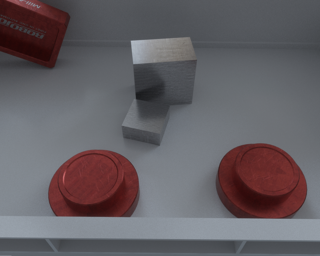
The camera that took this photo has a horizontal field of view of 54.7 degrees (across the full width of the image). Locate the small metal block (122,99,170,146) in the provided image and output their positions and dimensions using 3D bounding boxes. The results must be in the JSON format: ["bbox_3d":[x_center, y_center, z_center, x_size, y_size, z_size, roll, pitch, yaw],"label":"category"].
[{"bbox_3d":[-0.018,-0.008,0.412,0.050,0.025,0.050,12,51,9],"label":"small metal block"}]

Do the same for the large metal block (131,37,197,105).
[{"bbox_3d":[0.004,-0.076,0.434,0.081,0.080,0.050,-5,50,-5],"label":"large metal block"}]

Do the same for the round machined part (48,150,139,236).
[{"bbox_3d":[-0.073,0.063,0.340,0.099,0.042,0.098,0,50,0],"label":"round machined part"}]

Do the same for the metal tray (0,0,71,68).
[{"bbox_3d":[-0.209,-0.149,0.453,0.131,0.089,0.030,17,47,-22],"label":"metal tray"}]

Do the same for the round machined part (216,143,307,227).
[{"bbox_3d":[0.115,0.056,0.349,0.099,0.042,0.098,0,50,0],"label":"round machined part"}]
